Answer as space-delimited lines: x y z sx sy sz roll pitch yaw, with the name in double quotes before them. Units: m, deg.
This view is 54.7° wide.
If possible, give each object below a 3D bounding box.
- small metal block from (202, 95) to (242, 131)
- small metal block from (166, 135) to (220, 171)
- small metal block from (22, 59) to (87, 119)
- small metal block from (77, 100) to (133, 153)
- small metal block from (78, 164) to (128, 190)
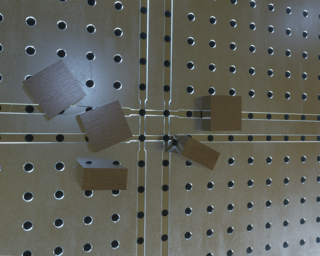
"small metal block" 0.089 -0.021 0.447 0.050 0.025 0.050 0 90 -21
"small metal block" 0.044 0.033 0.417 0.050 0.050 0.025 28 81 -18
"small metal block" -0.124 -0.045 0.367 0.050 0.025 0.050 -37 102 -17
"small metal block" -0.069 -0.003 0.388 0.050 0.025 0.050 -24 98 -19
"small metal block" -0.070 0.058 0.374 0.050 0.050 0.025 4 89 -20
